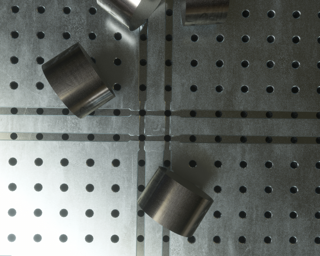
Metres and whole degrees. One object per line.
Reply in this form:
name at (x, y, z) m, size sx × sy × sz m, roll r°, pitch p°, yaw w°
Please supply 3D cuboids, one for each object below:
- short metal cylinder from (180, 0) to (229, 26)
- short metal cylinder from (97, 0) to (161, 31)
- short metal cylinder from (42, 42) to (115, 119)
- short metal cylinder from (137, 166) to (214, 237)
short metal cylinder at (0.053, -0.170, 0.387) m, size 0.050 × 0.080 × 0.079 m, roll -4°, pitch 90°, yaw 0°
short metal cylinder at (-0.033, -0.170, 0.385) m, size 0.050 × 0.080 × 0.080 m, roll 39°, pitch 90°, yaw -1°
short metal cylinder at (-0.099, -0.058, 0.385) m, size 0.050 × 0.080 × 0.080 m, roll -34°, pitch 90°, yaw 0°
short metal cylinder at (0.019, 0.090, 0.386) m, size 0.080 × 0.080 × 0.050 m, roll 32°, pitch 90°, yaw -1°
